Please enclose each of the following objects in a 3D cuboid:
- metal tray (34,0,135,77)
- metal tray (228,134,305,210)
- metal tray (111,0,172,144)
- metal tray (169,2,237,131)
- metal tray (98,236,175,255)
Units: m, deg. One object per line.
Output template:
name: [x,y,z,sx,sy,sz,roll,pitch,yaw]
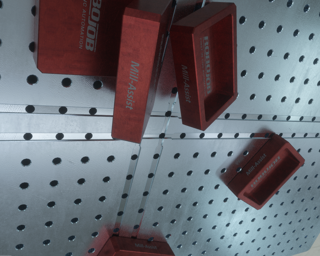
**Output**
metal tray: [-0.070,-0.117,0.298,0.091,0.030,0.129,-2,119,-28]
metal tray: [0.197,0.084,0.570,0.130,0.030,0.090,-49,129,6]
metal tray: [-0.018,-0.061,0.313,0.030,0.090,0.129,12,123,2]
metal tray: [0.058,-0.073,0.372,0.091,0.030,0.129,-41,135,-35]
metal tray: [-0.048,0.235,0.529,0.131,0.030,0.090,24,105,-37]
